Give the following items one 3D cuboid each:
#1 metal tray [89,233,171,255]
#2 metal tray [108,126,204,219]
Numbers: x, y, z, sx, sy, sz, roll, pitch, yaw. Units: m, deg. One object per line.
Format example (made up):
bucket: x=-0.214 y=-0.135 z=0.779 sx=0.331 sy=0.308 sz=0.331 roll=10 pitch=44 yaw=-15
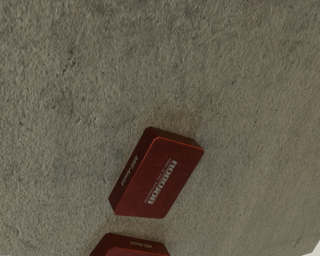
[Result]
metal tray: x=-0.056 y=0.226 z=0.512 sx=0.131 sy=0.030 sz=0.090 roll=28 pitch=103 yaw=-38
metal tray: x=-0.006 y=0.068 z=0.443 sx=0.091 sy=0.030 sz=0.129 roll=17 pitch=109 yaw=-35
